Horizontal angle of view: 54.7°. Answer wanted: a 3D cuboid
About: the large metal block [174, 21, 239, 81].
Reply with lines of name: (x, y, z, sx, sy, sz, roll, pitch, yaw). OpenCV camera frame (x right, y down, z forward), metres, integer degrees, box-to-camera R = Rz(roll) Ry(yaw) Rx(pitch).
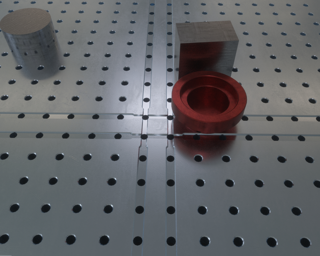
large metal block: (0.065, -0.110, 0.465, 0.081, 0.080, 0.050, -4, 50, -4)

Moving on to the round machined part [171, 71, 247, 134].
round machined part: (0.064, -0.031, 0.423, 0.099, 0.042, 0.098, 0, 50, 0)

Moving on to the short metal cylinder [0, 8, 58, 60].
short metal cylinder: (-0.219, -0.159, 0.524, 0.081, 0.050, 0.080, 0, 50, 0)
